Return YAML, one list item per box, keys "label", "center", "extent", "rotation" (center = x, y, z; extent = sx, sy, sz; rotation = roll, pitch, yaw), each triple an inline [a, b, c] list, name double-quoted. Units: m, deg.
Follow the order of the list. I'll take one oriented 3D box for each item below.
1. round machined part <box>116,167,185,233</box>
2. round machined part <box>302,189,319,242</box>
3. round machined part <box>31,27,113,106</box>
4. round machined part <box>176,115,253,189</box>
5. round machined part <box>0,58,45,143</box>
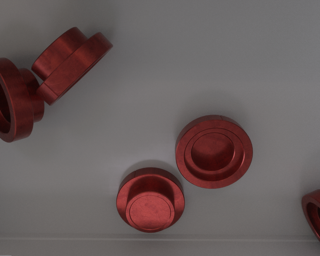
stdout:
- label: "round machined part"
  center: [-0.013, 0.109, 0.442]
  extent: [0.099, 0.042, 0.097]
  rotation: [0, 110, 0]
- label: "round machined part"
  center: [0.243, 0.129, 0.423]
  extent: [0.042, 0.098, 0.098]
  rotation: [-24, 109, -2]
- label: "round machined part"
  center: [-0.102, -0.073, 0.344]
  extent: [0.098, 0.098, 0.042]
  rotation: [-40, 105, 13]
- label: "round machined part"
  center: [0.069, 0.028, 0.413]
  extent: [0.099, 0.042, 0.097]
  rotation: [0, 110, 0]
- label: "round machined part"
  center: [-0.174, -0.035, 0.370]
  extent: [0.098, 0.042, 0.097]
  rotation: [19, 119, 39]
